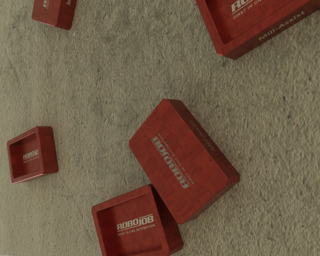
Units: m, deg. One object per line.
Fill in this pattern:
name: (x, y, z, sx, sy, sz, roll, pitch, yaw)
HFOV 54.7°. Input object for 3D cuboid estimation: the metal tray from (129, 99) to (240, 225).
metal tray: (0.024, 0.039, 0.382, 0.090, 0.030, 0.130, -50, 61, 28)

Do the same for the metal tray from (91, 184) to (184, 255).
metal tray: (-0.037, 0.137, 0.432, 0.130, 0.030, 0.090, -28, 73, 36)

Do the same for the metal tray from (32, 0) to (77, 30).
metal tray: (-0.184, -0.249, 0.553, 0.090, 0.030, 0.129, 26, 106, 37)

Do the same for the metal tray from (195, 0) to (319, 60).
metal tray: (0.105, -0.141, 0.315, 0.130, 0.030, 0.090, -29, 72, 36)

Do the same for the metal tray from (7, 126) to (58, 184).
metal tray: (-0.255, 0.055, 0.611, 0.130, 0.030, 0.090, -19, 78, 38)
